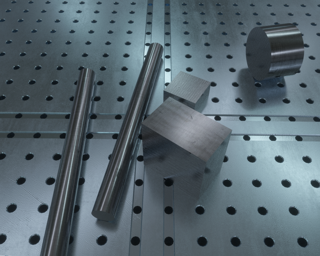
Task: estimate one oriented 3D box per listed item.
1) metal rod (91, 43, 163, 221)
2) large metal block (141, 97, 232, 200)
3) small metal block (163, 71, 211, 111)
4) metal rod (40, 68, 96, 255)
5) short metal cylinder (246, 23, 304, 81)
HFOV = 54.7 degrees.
[{"bbox_3d":[-0.033,-0.020,0.423,0.025,0.025,0.300,8,50,6],"label":"metal rod"},{"bbox_3d":[0.027,0.024,0.352,0.080,0.080,0.050,31,56,23],"label":"large metal block"},{"bbox_3d":[0.039,-0.052,0.452,0.050,0.025,0.050,25,54,19],"label":"small metal block"},{"bbox_3d":[-0.107,0.033,0.378,0.025,0.025,0.300,-1,50,-1],"label":"metal rod"},{"bbox_3d":[0.172,-0.115,0.471,0.050,0.080,0.080,-9,51,-8],"label":"short metal cylinder"}]
